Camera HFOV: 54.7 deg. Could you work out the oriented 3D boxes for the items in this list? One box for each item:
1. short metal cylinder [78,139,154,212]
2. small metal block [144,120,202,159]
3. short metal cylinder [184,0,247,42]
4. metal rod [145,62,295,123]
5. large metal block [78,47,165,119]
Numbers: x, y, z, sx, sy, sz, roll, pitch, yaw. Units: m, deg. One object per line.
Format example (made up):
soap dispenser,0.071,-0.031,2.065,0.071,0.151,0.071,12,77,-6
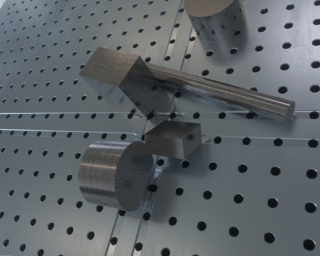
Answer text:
short metal cylinder,-0.049,0.054,0.366,0.050,0.080,0.080,2,63,29
small metal block,0.017,0.013,0.375,0.050,0.025,0.050,6,24,30
short metal cylinder,0.082,-0.175,0.456,0.080,0.050,0.080,-13,56,21
metal rod,0.032,-0.065,0.431,0.300,0.025,0.025,23,74,36
large metal block,-0.052,-0.064,0.440,0.080,0.080,0.050,21,73,35
